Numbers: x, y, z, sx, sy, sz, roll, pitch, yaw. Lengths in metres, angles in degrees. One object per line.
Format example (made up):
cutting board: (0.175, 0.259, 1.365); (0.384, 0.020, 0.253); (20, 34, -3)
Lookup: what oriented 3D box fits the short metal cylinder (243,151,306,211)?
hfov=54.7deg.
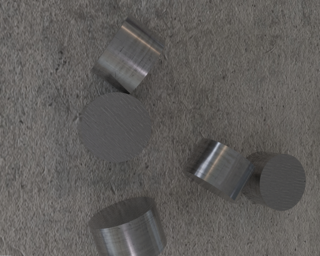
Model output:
short metal cylinder: (0.164, 0.076, 0.456); (0.081, 0.050, 0.080); (0, 90, -20)

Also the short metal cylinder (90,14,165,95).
short metal cylinder: (-0.038, -0.085, 0.365); (0.050, 0.080, 0.080); (34, 79, -17)

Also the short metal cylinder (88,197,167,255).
short metal cylinder: (-0.037, 0.122, 0.366); (0.081, 0.080, 0.050); (-19, 97, -19)

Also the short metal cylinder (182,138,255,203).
short metal cylinder: (0.076, 0.056, 0.408); (0.080, 0.080, 0.050); (36, 79, -17)

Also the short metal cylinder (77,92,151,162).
short metal cylinder: (-0.056, -0.001, 0.375); (0.081, 0.050, 0.080); (0, 90, -20)
